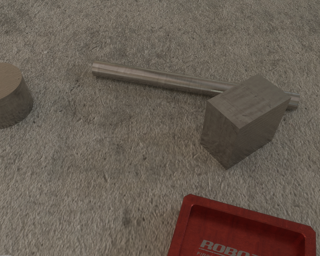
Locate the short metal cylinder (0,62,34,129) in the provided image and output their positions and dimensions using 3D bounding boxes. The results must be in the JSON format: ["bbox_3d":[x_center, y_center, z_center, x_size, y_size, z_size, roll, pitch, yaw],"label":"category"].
[{"bbox_3d":[-0.222,-0.044,0.423,0.081,0.050,0.080,0,50,0],"label":"short metal cylinder"}]

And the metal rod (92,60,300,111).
[{"bbox_3d":[0.046,-0.065,0.457,0.301,0.025,0.025,11,51,9],"label":"metal rod"}]

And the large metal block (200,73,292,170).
[{"bbox_3d":[0.100,-0.007,0.374,0.081,0.080,0.050,-28,56,-22],"label":"large metal block"}]

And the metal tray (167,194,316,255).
[{"bbox_3d":[0.076,0.124,0.296,0.131,0.030,0.090,13,51,11],"label":"metal tray"}]
